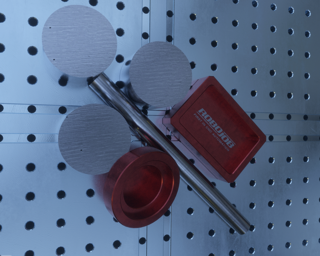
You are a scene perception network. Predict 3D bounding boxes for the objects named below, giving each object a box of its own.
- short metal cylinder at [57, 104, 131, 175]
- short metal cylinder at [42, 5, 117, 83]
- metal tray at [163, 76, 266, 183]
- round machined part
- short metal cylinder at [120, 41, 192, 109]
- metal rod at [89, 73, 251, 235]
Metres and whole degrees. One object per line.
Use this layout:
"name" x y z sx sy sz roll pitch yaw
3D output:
"short metal cylinder" -0.080 0.012 0.369 0.081 0.050 0.080 0 90 -20
"short metal cylinder" -0.095 -0.096 0.364 0.081 0.050 0.080 0 90 -20
"metal tray" 0.079 0.003 0.438 0.130 0.030 0.090 45 77 -15
"round machined part" -0.026 0.069 0.383 0.099 0.042 0.097 -14 113 -35
"short metal cylinder" -0.006 -0.065 0.396 0.081 0.050 0.080 0 90 -20
"metal rod" 0.022 0.043 0.421 0.300 0.025 0.025 46 76 -14
